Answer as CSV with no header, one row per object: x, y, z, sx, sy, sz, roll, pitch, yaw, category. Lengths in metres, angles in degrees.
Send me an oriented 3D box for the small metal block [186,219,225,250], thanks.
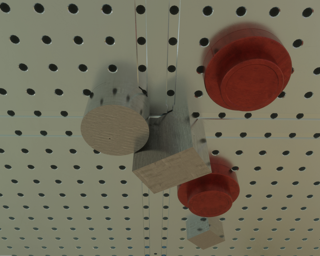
0.086,0.200,0.582,0.050,0.025,0.050,-34,123,25,small metal block

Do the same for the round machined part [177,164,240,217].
0.077,0.105,0.490,0.099,0.042,0.097,0,130,0,round machined part

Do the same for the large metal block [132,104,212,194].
0.014,0.027,0.398,0.080,0.080,0.050,-24,126,19,large metal block

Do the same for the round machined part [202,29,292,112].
0.100,-0.058,0.352,0.099,0.042,0.097,0,130,0,round machined part

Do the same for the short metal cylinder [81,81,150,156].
-0.053,-0.011,0.385,0.081,0.050,0.079,0,130,0,short metal cylinder
